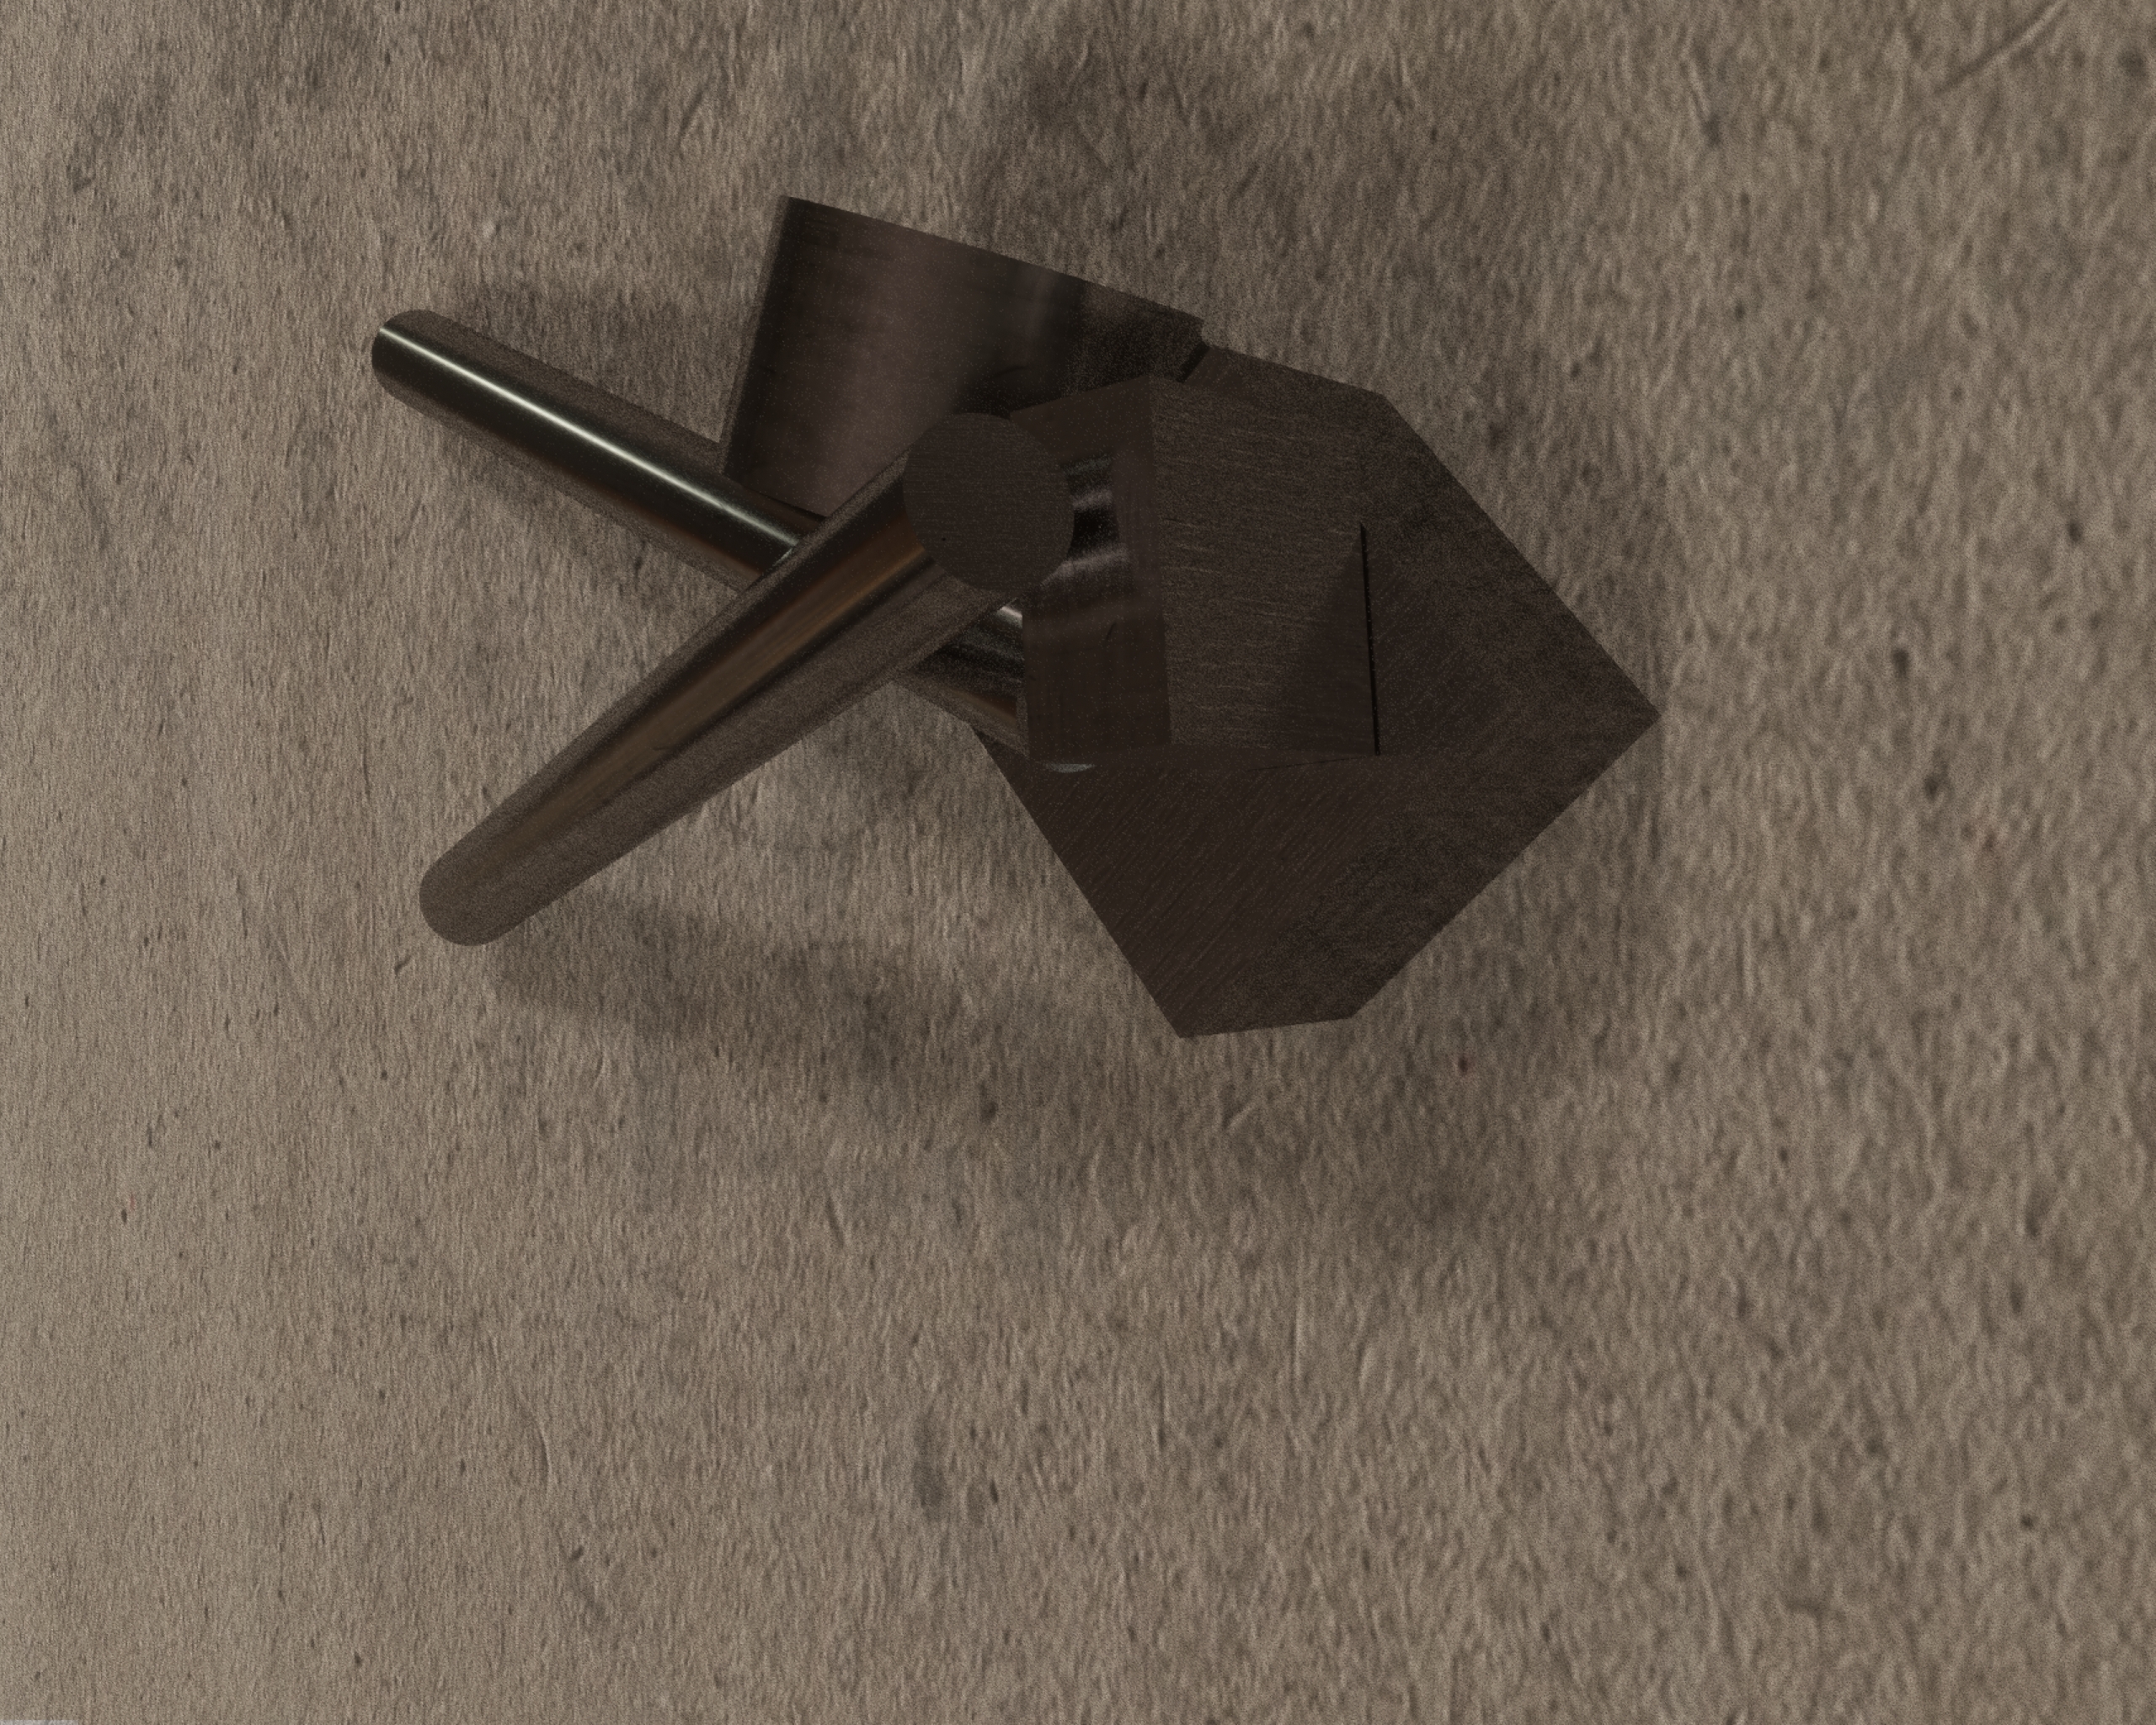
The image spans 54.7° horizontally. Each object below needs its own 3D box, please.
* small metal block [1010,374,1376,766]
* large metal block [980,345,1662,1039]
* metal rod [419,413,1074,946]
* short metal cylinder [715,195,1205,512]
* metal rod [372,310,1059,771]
[{"bbox_3d":[0.018,-0.040,0.305,0.025,0.050,0.050,-5,87,40],"label":"small metal block"},{"bbox_3d":[0.036,-0.028,0.357,0.080,0.050,0.080,-49,61,30],"label":"large metal block"},{"bbox_3d":[-0.083,-0.019,0.403,0.299,0.025,0.025,-22,76,59],"label":"metal rod"},{"bbox_3d":[-0.022,-0.088,0.389,0.080,0.081,0.050,26,107,36],"label":"short metal cylinder"},{"bbox_3d":[-0.086,-0.079,0.438,0.300,0.025,0.025,32,110,47],"label":"metal rod"}]
